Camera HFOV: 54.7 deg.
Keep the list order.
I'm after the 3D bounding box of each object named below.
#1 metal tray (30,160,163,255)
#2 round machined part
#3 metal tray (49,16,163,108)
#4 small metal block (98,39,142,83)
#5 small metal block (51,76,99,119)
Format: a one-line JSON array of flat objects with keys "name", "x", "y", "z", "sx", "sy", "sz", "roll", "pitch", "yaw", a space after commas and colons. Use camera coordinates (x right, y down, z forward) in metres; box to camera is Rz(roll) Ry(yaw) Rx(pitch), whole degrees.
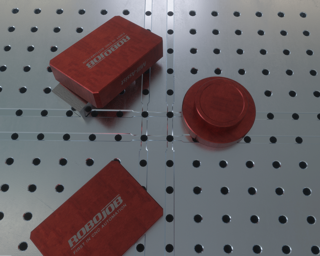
[{"name": "metal tray", "x": -0.071, "y": 0.114, "z": 0.367, "sx": 0.130, "sy": 0.030, "sz": 0.090, "roll": -42, "pitch": 75, "yaw": -14}, {"name": "round machined part", "x": 0.079, "y": -0.026, "z": 0.413, "sx": 0.099, "sy": 0.042, "sz": 0.098, "roll": 0, "pitch": 70, "yaw": 0}, {"name": "metal tray", "x": -0.069, "y": -0.095, "z": 0.422, "sx": 0.090, "sy": 0.030, "sz": 0.131, "roll": 33, "pitch": 62, "yaw": 22}, {"name": "small metal block", "x": -0.056, "y": -0.097, "z": 0.447, "sx": 0.050, "sy": 0.025, "sz": 0.050, "roll": 9, "pitch": 70, "yaw": 3}, {"name": "small metal block", "x": -0.111, "y": -0.050, "z": 0.429, "sx": 0.050, "sy": 0.025, "sz": 0.050, "roll": 36, "pitch": 74, "yaw": 12}]
